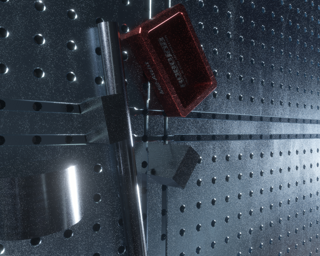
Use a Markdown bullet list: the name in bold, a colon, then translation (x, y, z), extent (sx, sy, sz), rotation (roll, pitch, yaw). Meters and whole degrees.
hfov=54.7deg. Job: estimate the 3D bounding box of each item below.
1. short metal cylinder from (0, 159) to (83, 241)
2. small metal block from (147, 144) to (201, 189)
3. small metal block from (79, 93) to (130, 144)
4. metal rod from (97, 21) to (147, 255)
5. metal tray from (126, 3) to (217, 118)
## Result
- **short metal cylinder**: translation (-0.113, 0.060, 0.280), extent (0.081, 0.080, 0.050), rotation (-8, 95, -40)
- **small metal block**: translation (0.018, 0.049, 0.410), extent (0.025, 0.050, 0.050), rotation (46, 62, -31)
- **small metal block**: translation (-0.062, -0.010, 0.342), extent (0.025, 0.050, 0.050), rotation (-16, 101, -39)
- **metal rod**: translation (-0.044, 0.027, 0.374), extent (0.025, 0.025, 0.298), rotation (-11, 97, -40)
- **metal tray**: translation (0.021, -0.090, 0.425), extent (0.090, 0.030, 0.130), rotation (-43, 116, -32)
